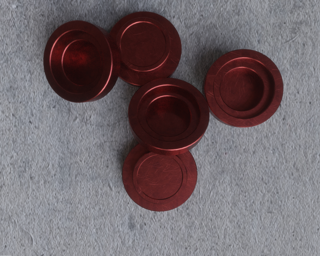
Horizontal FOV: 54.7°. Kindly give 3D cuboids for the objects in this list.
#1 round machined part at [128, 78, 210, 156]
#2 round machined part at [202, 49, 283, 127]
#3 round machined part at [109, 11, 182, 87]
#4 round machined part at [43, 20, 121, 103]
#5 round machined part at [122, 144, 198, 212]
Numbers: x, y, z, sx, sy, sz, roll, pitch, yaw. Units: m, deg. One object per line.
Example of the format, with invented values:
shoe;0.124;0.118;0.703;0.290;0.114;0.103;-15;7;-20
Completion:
round machined part;0.010;-0.011;0.392;0.099;0.042;0.098;1;67;-3
round machined part;0.104;-0.050;0.404;0.099;0.042;0.097;0;90;-1
round machined part;-0.021;-0.104;0.402;0.099;0.042;0.097;0;90;-1
round machined part;-0.093;-0.082;0.391;0.098;0.042;0.097;3;98;20
round machined part;0.000;0.060;0.402;0.099;0.042;0.097;0;90;-1
